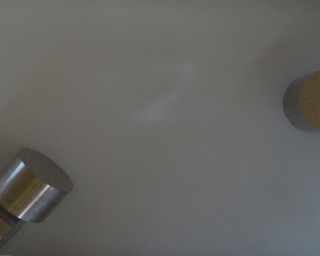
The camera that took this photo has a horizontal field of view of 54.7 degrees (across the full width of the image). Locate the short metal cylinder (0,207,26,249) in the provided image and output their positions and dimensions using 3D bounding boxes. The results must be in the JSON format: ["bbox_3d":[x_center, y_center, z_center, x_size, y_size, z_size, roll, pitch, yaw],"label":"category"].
[{"bbox_3d":[-0.206,0.118,0.382,0.050,0.080,0.080,41,90,0],"label":"short metal cylinder"}]

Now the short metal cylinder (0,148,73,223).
[{"bbox_3d":[-0.156,0.070,0.383,0.080,0.080,0.050,41,90,0],"label":"short metal cylinder"}]

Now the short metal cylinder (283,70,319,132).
[{"bbox_3d":[0.209,-0.034,0.400,0.081,0.050,0.080,0,90,0],"label":"short metal cylinder"}]
